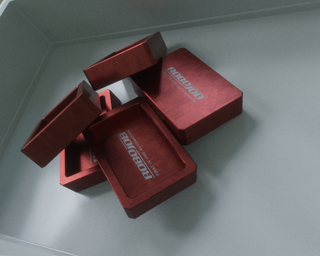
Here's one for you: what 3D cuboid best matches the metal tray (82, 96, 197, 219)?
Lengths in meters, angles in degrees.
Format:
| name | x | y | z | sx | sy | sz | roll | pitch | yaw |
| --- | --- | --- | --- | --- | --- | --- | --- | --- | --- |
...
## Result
| name | x | y | z | sx | sy | sz | roll | pitch | yaw |
| --- | --- | --- | --- | --- | --- | --- | --- | --- | --- |
| metal tray | -0.028 | 0.029 | 0.370 | 0.091 | 0.030 | 0.130 | -28 | 57 | -14 |

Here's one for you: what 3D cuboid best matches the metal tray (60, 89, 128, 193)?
| name | x | y | z | sx | sy | sz | roll | pitch | yaw |
| --- | --- | --- | --- | --- | --- | --- | --- | --- | --- |
| metal tray | -0.096 | 0.015 | 0.441 | 0.090 | 0.030 | 0.130 | -23 | 53 | 13 |

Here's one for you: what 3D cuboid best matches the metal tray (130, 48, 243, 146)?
| name | x | y | z | sx | sy | sz | roll | pitch | yaw |
| --- | --- | --- | --- | --- | --- | --- | --- | --- | --- |
| metal tray | 0.030 | -0.046 | 0.398 | 0.090 | 0.030 | 0.130 | -30 | 50 | -13 |

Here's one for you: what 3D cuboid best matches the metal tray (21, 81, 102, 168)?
| name | x | y | z | sx | sy | sz | roll | pitch | yaw |
| --- | --- | --- | --- | --- | --- | --- | --- | --- | --- |
| metal tray | -0.118 | -0.012 | 0.387 | 0.090 | 0.030 | 0.130 | -43 | 20 | 1 |

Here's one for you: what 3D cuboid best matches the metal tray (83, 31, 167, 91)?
| name | x | y | z | sx | sy | sz | roll | pitch | yaw |
| --- | --- | --- | --- | --- | --- | --- | --- | --- | --- |
| metal tray | -0.043 | -0.098 | 0.438 | 0.090 | 0.030 | 0.130 | -21 | 18 | 15 |
